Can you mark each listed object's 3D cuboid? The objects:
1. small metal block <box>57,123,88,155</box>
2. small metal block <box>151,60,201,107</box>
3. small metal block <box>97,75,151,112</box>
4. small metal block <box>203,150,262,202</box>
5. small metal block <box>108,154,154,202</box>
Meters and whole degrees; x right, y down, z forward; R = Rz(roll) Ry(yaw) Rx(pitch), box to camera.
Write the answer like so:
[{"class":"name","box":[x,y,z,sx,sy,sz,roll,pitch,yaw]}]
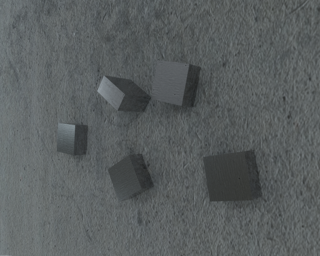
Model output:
[{"class":"small metal block","box":[-0.150,0.018,0.529,0.050,0.025,0.050,6,94,39]},{"class":"small metal block","box":[0.019,-0.056,0.389,0.050,0.025,0.050,17,101,38]},{"class":"small metal block","box":[-0.049,-0.047,0.430,0.050,0.050,0.025,42,116,31]},{"class":"small metal block","box":[0.079,0.053,0.340,0.050,0.025,0.050,-13,82,39]},{"class":"small metal block","box":[-0.042,0.071,0.440,0.050,0.025,0.050,-35,69,34]}]
